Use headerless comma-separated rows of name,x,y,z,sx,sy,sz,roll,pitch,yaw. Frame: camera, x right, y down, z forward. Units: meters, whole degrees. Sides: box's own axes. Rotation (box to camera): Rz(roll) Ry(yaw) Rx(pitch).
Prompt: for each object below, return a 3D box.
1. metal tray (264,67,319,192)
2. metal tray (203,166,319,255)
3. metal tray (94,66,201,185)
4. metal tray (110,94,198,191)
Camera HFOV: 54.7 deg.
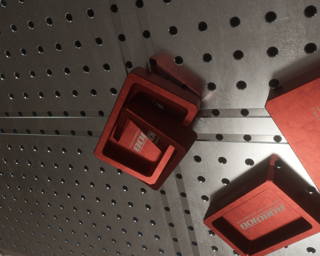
metal tray,0.180,0.002,0.314,0.090,0.030,0.130,-28,104,37
metal tray,0.132,0.118,0.410,0.090,0.030,0.129,42,129,-1
metal tray,-0.019,0.000,0.390,0.090,0.030,0.129,27,117,-2
metal tray,-0.016,0.025,0.408,0.090,0.030,0.129,35,144,4
